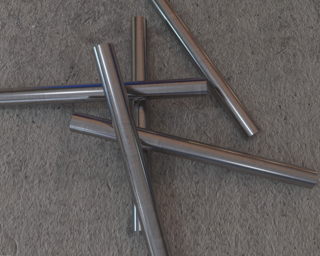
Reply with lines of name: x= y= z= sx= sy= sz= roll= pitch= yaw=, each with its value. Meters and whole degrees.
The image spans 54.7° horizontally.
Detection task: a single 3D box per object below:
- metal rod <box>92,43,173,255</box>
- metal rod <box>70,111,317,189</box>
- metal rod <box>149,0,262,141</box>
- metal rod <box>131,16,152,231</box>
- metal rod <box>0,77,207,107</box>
metal rod: x=-0.025 y=0.052 z=0.346 sx=0.025 sy=0.025 sz=0.298 roll=-16 pitch=87 yaw=-6
metal rod: x=0.042 y=0.028 z=0.379 sx=0.302 sy=0.025 sz=0.025 roll=14 pitch=71 yaw=-3
metal rod: x=0.049 y=-0.113 z=0.449 sx=0.025 sy=0.025 sz=0.299 roll=-28 pitch=73 yaw=-10
metal rod: x=-0.026 y=-0.020 z=0.414 sx=0.025 sy=0.025 sz=0.299 roll=-2 pitch=70 yaw=-1
metal rod: x=-0.092 y=-0.045 z=0.404 sx=0.302 sy=0.025 sz=0.025 roll=-2 pitch=70 yaw=6
